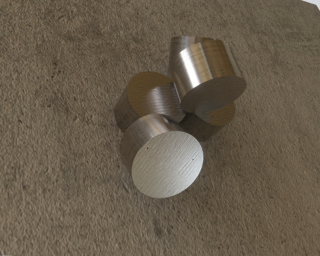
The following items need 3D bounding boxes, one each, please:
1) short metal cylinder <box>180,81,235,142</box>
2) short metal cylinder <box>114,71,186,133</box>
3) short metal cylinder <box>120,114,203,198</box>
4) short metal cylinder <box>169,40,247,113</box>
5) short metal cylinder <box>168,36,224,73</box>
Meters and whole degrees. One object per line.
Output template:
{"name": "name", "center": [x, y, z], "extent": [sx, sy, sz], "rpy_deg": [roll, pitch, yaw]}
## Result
{"name": "short metal cylinder", "center": [0.058, -0.027, 0.438], "extent": [0.081, 0.050, 0.080], "rpy_deg": [14, 56, -21]}
{"name": "short metal cylinder", "center": [-0.013, -0.026, 0.399], "extent": [0.081, 0.050, 0.080], "rpy_deg": [14, 56, -21]}
{"name": "short metal cylinder", "center": [0.001, 0.030, 0.345], "extent": [0.081, 0.079, 0.050], "rpy_deg": [7, 20, -25]}
{"name": "short metal cylinder", "center": [0.057, -0.059, 0.374], "extent": [0.081, 0.080, 0.050], "rpy_deg": [-2, 63, -29]}
{"name": "short metal cylinder", "center": [0.054, -0.102, 0.454], "extent": [0.081, 0.080, 0.050], "rpy_deg": [1, 100, -28]}
